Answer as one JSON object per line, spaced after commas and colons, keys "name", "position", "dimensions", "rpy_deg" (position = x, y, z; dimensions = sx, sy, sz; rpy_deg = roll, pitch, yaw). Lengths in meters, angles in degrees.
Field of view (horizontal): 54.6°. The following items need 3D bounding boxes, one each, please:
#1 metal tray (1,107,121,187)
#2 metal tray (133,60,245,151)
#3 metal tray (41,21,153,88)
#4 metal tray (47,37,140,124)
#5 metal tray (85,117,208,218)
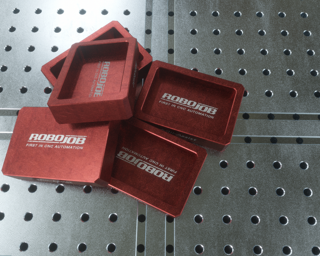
{"name": "metal tray", "position": [-0.121, 0.021, 0.383], "dimensions": [0.130, 0.030, 0.090], "rpy_deg": [2, 70, 15]}
{"name": "metal tray", "position": [0.039, -0.031, 0.419], "dimensions": [0.130, 0.030, 0.090], "rpy_deg": [17, 71, 6]}
{"name": "metal tray", "position": [-0.086, -0.084, 0.438], "dimensions": [0.130, 0.030, 0.090], "rpy_deg": [-38, 74, -13]}
{"name": "metal tray", "position": [-0.076, -0.063, 0.386], "dimensions": [0.090, 0.030, 0.130], "rpy_deg": [-4, 46, 6]}
{"name": "metal tray", "position": [-0.018, 0.045, 0.392], "dimensions": [0.130, 0.030, 0.090], "rpy_deg": [24, 72, 8]}
